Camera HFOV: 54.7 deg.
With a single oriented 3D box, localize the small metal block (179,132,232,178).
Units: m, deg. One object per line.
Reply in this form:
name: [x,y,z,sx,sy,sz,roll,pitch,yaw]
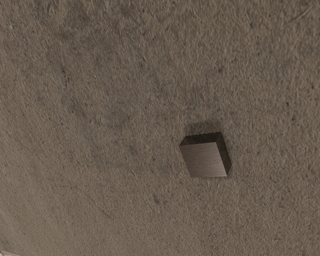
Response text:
small metal block: [0.059,0.035,0.397,0.050,0.025,0.050,-8,115,31]
